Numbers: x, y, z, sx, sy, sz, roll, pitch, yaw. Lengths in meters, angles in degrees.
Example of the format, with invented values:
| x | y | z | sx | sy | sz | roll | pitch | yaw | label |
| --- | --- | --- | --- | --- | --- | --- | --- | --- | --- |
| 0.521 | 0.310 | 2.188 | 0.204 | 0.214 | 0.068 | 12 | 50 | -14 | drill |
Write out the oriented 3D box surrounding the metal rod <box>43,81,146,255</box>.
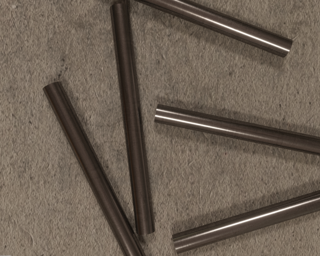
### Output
| x | y | z | sx | sy | sz | roll | pitch | yaw | label |
| --- | --- | --- | --- | --- | --- | --- | --- | --- | --- |
| -0.077 | 0.079 | 0.409 | 0.025 | 0.025 | 0.299 | -26 | 90 | 0 | metal rod |

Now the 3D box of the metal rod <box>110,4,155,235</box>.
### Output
| x | y | z | sx | sy | sz | roll | pitch | yaw | label |
| --- | --- | --- | --- | --- | --- | --- | --- | --- | --- |
| -0.036 | -0.011 | 0.409 | 0.025 | 0.025 | 0.298 | -7 | 90 | 0 | metal rod |

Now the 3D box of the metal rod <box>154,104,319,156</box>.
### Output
| x | y | z | sx | sy | sz | roll | pitch | yaw | label |
| --- | --- | --- | --- | --- | --- | --- | --- | --- | --- |
| 0.142 | 0.010 | 0.411 | 0.302 | 0.025 | 0.025 | 11 | 90 | -1 | metal rod |

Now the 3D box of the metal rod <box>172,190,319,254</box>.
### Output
| x | y | z | sx | sy | sz | roll | pitch | yaw | label |
| --- | --- | --- | --- | --- | --- | --- | --- | --- | --- |
| 0.164 | 0.111 | 0.412 | 0.302 | 0.025 | 0.025 | -17 | 90 | -1 | metal rod |

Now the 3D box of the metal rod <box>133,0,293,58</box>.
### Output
| x | y | z | sx | sy | sz | roll | pitch | yaw | label |
| --- | --- | --- | --- | --- | --- | --- | --- | --- | --- |
| 0.029 | -0.159 | 0.410 | 0.301 | 0.025 | 0.025 | 21 | 90 | -1 | metal rod |
